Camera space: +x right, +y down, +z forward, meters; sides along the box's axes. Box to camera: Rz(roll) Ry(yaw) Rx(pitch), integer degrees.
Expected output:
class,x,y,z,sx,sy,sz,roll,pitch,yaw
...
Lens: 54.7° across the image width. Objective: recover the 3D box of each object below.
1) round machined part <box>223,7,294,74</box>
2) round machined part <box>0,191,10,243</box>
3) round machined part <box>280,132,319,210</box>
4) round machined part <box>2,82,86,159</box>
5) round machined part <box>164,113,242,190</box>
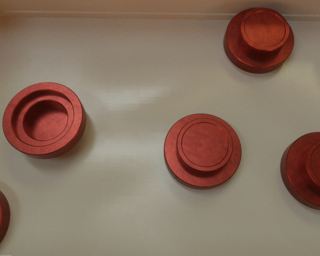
class,x,y,z,sx,sy,sz,roll,pitch,yaw
round machined part,0.144,-0.132,0.445,0.099,0.042,0.098,0,75,0
round machined part,-0.234,0.108,0.360,0.099,0.042,0.098,0,70,0
round machined part,0.206,0.051,0.383,0.099,0.042,0.098,0,70,0
round machined part,-0.145,-0.007,0.402,0.099,0.042,0.098,0,70,0
round machined part,0.054,0.026,0.391,0.099,0.042,0.098,0,70,0
